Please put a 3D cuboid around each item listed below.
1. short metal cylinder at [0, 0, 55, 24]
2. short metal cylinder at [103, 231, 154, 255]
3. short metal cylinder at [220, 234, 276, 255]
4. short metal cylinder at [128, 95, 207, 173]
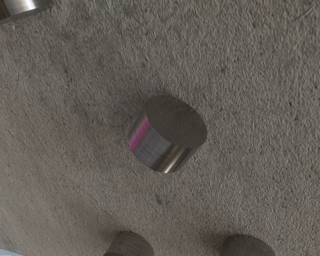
[{"bbox_3d":[-0.174,-0.158,0.365,0.080,0.080,0.050,-6,115,31],"label":"short metal cylinder"},{"bbox_3d":[-0.057,0.237,0.568,0.080,0.050,0.079,13,124,21],"label":"short metal cylinder"},{"bbox_3d":[0.125,0.203,0.451,0.080,0.050,0.079,13,124,21],"label":"short metal cylinder"},{"bbox_3d":[0.009,0.007,0.371,0.080,0.080,0.050,37,129,3],"label":"short metal cylinder"}]
